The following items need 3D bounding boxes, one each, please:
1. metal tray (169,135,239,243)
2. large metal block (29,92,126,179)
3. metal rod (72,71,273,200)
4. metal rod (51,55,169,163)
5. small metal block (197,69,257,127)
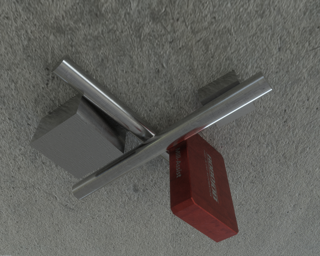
[{"bbox_3d":[0.053,0.066,0.396,0.030,0.130,0.090,-35,122,26],"label":"metal tray"},{"bbox_3d":[-0.101,0.010,0.398,0.080,0.050,0.080,-30,125,22],"label":"large metal block"},{"bbox_3d":[-0.002,0.021,0.393,0.300,0.025,0.025,-32,124,23],"label":"metal rod"},{"bbox_3d":[-0.013,0.012,0.419,0.025,0.025,0.301,-35,123,25],"label":"metal rod"},{"bbox_3d":[0.082,-0.035,0.380,0.050,0.025,0.050,-28,125,21],"label":"small metal block"}]
